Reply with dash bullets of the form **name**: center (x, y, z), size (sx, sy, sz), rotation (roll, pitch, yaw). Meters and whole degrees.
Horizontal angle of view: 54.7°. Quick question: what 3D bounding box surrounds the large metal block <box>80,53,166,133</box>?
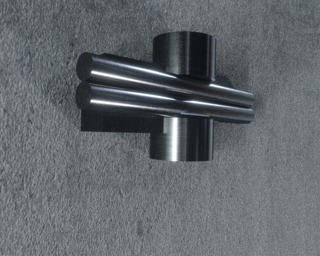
- **large metal block**: center (-0.042, -0.035, 0.355), size (0.081, 0.050, 0.080), rotation (2, 89, -40)

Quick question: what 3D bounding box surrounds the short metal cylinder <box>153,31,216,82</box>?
- **short metal cylinder**: center (0.031, -0.086, 0.396), size (0.081, 0.080, 0.050), rotation (2, 89, -40)

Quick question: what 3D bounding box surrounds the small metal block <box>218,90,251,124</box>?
- **small metal block**: center (0.123, -0.033, 0.509), size (0.050, 0.025, 0.050), rotation (4, 88, -40)

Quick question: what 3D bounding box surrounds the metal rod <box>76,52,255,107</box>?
- **metal rod**: center (0.036, -0.049, 0.378), size (0.302, 0.025, 0.025), rotation (2, 89, -48)

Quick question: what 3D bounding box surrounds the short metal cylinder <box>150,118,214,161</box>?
- **short metal cylinder**: center (0.028, 0.014, 0.393), size (0.081, 0.080, 0.050), rotation (2, 89, -40)

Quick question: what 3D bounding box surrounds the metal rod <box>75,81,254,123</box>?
- **metal rod**: center (0.036, -0.024, 0.378), size (0.302, 0.025, 0.025), rotation (2, 89, -48)
